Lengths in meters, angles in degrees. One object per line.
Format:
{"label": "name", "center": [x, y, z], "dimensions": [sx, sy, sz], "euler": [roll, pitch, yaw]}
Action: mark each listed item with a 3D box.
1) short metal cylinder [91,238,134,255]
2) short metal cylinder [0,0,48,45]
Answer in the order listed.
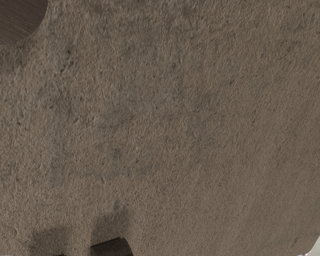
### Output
{"label": "short metal cylinder", "center": [-0.070, 0.214, 0.467], "dimensions": [0.050, 0.080, 0.079], "euler": [-10, 123, -23]}
{"label": "short metal cylinder", "center": [-0.136, -0.113, 0.247], "dimensions": [0.081, 0.050, 0.079], "euler": [-14, 125, -21]}
